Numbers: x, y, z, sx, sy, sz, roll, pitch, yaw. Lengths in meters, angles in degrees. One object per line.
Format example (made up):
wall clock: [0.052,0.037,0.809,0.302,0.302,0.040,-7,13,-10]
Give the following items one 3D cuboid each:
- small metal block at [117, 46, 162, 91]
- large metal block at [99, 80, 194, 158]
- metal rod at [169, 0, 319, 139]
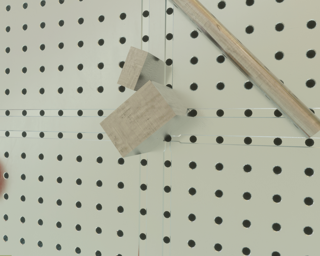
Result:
small metal block: [-0.026,-0.074,0.408,0.025,0.050,0.050,24,98,18]
large metal block: [-0.013,-0.010,0.387,0.080,0.080,0.050,-39,78,15]
metal rod: [0.081,-0.106,0.383,0.025,0.025,0.300,-44,77,14]
